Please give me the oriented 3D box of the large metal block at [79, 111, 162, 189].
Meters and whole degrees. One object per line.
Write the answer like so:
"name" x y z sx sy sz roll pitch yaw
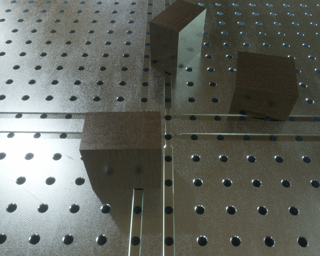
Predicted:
"large metal block" -0.039 0.027 0.349 0.081 0.080 0.050 -1 50 -1

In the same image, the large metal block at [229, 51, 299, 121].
"large metal block" 0.146 -0.061 0.445 0.080 0.050 0.080 9 51 7

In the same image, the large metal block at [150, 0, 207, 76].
"large metal block" 0.028 -0.144 0.494 0.050 0.080 0.080 28 55 21
